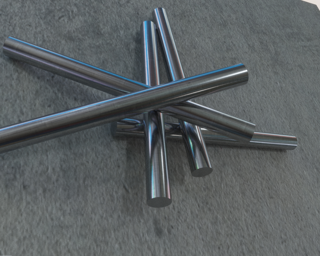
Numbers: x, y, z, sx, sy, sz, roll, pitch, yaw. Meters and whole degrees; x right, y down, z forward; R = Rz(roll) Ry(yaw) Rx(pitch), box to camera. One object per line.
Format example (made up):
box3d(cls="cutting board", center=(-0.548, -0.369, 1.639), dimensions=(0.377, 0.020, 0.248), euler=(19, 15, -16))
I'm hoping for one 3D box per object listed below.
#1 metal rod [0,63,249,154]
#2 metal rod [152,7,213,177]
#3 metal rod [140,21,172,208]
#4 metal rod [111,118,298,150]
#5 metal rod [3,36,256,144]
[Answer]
box3d(cls="metal rod", center=(-0.048, -0.019, 0.321), dimensions=(0.302, 0.025, 0.025), euler=(-17, 69, -12))
box3d(cls="metal rod", center=(0.024, -0.071, 0.439), dimensions=(0.025, 0.025, 0.299), euler=(7, 52, -25))
box3d(cls="metal rod", center=(-0.010, -0.043, 0.400), dimensions=(0.025, 0.025, 0.300), euler=(13, 48, -21))
box3d(cls="metal rod", center=(0.080, 0.011, 0.441), dimensions=(0.302, 0.025, 0.025), euler=(6, 59, -26))
box3d(cls="metal rod", center=(-0.038, -0.045, 0.361), dimensions=(0.301, 0.025, 0.025), euler=(20, 52, 3))
